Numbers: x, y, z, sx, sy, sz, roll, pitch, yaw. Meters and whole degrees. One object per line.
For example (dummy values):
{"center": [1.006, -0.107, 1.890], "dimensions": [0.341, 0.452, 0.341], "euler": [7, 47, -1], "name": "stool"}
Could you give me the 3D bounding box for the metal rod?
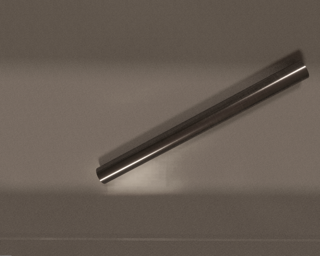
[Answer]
{"center": [0.048, -0.003, 0.410], "dimensions": [0.301, 0.025, 0.025], "euler": [-28, 108, 9], "name": "metal rod"}
